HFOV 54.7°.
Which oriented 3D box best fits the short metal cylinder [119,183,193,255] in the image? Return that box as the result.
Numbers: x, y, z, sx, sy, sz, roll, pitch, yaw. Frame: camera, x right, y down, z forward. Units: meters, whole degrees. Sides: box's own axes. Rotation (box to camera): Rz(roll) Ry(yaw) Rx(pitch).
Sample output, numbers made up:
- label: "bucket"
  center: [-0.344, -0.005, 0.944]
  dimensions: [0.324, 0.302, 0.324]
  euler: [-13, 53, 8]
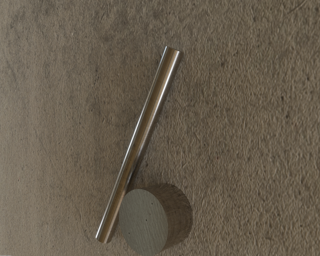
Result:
- label: "short metal cylinder"
  center: [-0.006, 0.113, 0.392]
  dimensions: [0.080, 0.050, 0.079]
  euler: [0, 90, 39]

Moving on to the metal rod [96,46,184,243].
- label: "metal rod"
  center: [-0.034, 0.034, 0.430]
  dimensions: [0.025, 0.025, 0.298]
  euler: [33, 110, 34]
